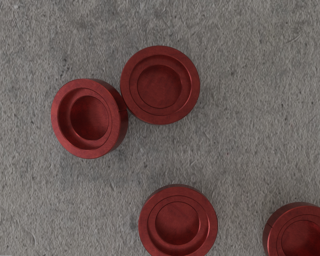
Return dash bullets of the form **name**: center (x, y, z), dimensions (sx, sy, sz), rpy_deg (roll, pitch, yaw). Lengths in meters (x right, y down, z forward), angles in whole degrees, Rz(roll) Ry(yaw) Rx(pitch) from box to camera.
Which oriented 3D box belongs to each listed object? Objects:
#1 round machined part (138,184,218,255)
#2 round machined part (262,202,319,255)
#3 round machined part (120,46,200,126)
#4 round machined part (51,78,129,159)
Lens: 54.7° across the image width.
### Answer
- **round machined part**: center (0.022, 0.121, 0.402), dimensions (0.099, 0.042, 0.097), rpy_deg (0, 90, 0)
- **round machined part**: center (0.182, 0.144, 0.403), dimensions (0.099, 0.042, 0.097), rpy_deg (0, 90, 0)
- **round machined part**: center (-0.001, -0.052, 0.397), dimensions (0.099, 0.042, 0.097), rpy_deg (0, 87, -7)
- **round machined part**: center (-0.083, -0.013, 0.389), dimensions (0.098, 0.042, 0.097), rpy_deg (4, 101, 20)
